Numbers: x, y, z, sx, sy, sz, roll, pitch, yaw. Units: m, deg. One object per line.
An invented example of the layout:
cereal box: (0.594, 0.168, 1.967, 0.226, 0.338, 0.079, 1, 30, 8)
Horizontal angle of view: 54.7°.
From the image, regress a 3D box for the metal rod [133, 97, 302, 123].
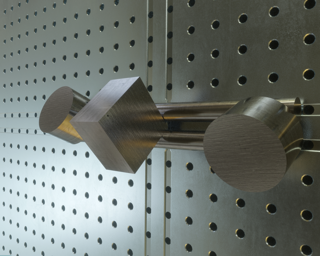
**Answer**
metal rod: (0.017, -0.020, 0.394, 0.300, 0.025, 0.025, 1, 91, 40)

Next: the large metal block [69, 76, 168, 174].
large metal block: (-0.045, -0.004, 0.372, 0.050, 0.080, 0.080, 1, 133, 40)

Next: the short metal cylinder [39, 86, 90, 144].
short metal cylinder: (-0.146, -0.020, 0.495, 0.080, 0.050, 0.080, -19, 56, 31)

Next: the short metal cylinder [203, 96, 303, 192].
short metal cylinder: (0.090, 0.015, 0.301, 0.080, 0.050, 0.079, 19, 124, 32)

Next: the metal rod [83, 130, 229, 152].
metal rod: (-0.040, 0.014, 0.441, 0.300, 0.025, 0.025, 1, 91, 40)
